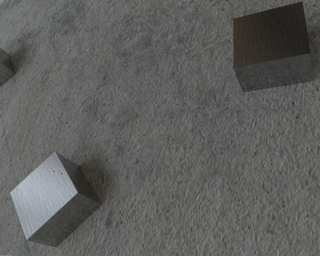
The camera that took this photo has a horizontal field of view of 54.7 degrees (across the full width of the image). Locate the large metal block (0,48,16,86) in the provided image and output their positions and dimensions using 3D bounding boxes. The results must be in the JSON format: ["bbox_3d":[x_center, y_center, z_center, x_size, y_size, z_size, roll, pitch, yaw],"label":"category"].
[{"bbox_3d":[-0.357,-0.142,0.643,0.050,0.080,0.080,-37,51,3],"label":"large metal block"}]

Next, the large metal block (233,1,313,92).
[{"bbox_3d":[0.135,-0.096,0.376,0.080,0.050,0.080,-7,59,24],"label":"large metal block"}]

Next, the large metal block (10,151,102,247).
[{"bbox_3d":[-0.136,0.092,0.403,0.080,0.050,0.080,-43,51,-2],"label":"large metal block"}]
